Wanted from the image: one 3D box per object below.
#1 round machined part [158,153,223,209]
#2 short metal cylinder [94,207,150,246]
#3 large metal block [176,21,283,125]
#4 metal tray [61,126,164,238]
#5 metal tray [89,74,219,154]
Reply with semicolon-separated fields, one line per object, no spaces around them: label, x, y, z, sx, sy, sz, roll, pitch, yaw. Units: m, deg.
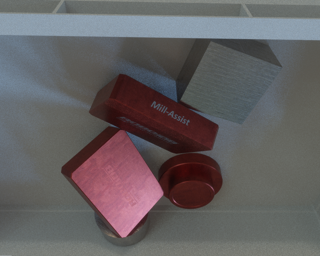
round machined part;0.047;0.087;0.473;0.099;0.042;0.097;-1;130;0
short metal cylinder;-0.057;0.137;0.482;0.081;0.080;0.050;-1;145;0
large metal block;0.071;-0.059;0.344;0.081;0.050;0.079;16;128;-14
metal tray;-0.058;0.074;0.420;0.030;0.090;0.130;12;139;50
metal tray;-0.009;-0.010;0.366;0.131;0.030;0.090;26;162;-21
